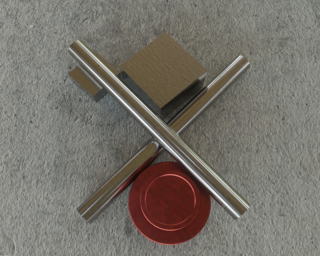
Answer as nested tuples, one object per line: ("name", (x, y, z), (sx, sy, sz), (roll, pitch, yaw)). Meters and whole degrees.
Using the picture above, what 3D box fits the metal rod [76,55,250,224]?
("metal rod", (0.014, 0.005, 0.409), (0.025, 0.025, 0.301), (43, 75, 13))

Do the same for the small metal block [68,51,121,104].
("small metal block", (-0.090, -0.071, 0.435), (0.050, 0.025, 0.050), (41, 75, 13))

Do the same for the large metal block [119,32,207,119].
("large metal block", (0.004, -0.069, 0.422), (0.080, 0.050, 0.080), (-40, 75, -14))

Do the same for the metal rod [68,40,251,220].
("metal rod", (-0.011, -0.007, 0.385), (0.025, 0.025, 0.300), (-42, 76, -14))

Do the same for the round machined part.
("round machined part", (0.012, 0.087, 0.368), (0.099, 0.042, 0.098), (0, 70, -1))
